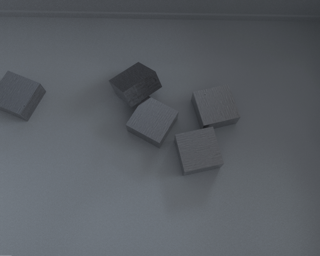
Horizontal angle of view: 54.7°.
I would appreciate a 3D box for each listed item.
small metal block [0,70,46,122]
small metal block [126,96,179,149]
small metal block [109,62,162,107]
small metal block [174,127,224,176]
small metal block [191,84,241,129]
[{"bbox_3d":[-0.194,-0.044,0.423,0.050,0.025,0.050,22,71,7],"label":"small metal block"},{"bbox_3d":[-0.010,-0.009,0.413,0.050,0.025,0.050,28,72,9],"label":"small metal block"},{"bbox_3d":[-0.034,-0.060,0.418,0.050,0.025,0.050,-35,38,-12],"label":"small metal block"},{"bbox_3d":[0.049,0.030,0.399,0.050,0.025,0.050,-12,71,-5],"label":"small metal block"},{"bbox_3d":[0.075,-0.027,0.421,0.050,0.025,0.050,-13,71,-5],"label":"small metal block"}]
